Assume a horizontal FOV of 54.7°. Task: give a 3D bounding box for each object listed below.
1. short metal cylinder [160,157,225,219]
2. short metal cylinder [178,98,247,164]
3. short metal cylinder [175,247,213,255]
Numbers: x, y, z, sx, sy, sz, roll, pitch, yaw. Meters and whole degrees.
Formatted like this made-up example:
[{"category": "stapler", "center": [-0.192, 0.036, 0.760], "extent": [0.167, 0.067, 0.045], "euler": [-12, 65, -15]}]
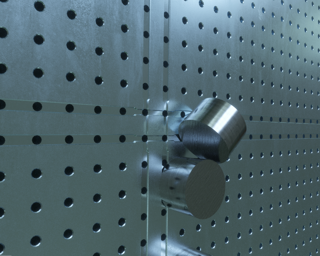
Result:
[{"category": "short metal cylinder", "center": [0.046, 0.082, 0.434], "extent": [0.081, 0.050, 0.079], "euler": [0, 90, -40]}, {"category": "short metal cylinder", "center": [0.073, 0.004, 0.437], "extent": [0.050, 0.080, 0.080], "euler": [-47, 118, -30]}, {"category": "short metal cylinder", "center": [0.054, 0.219, 0.441], "extent": [0.081, 0.050, 0.079], "euler": [0, 90, -40]}]
